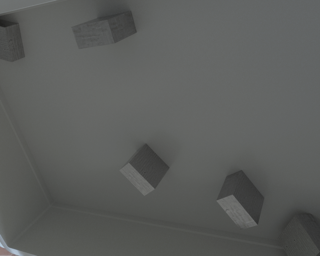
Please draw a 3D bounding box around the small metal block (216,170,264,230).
[{"bbox_3d":[0.103,0.091,0.394,0.025,0.050,0.050,-34,100,38],"label":"small metal block"}]

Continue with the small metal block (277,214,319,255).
[{"bbox_3d":[0.179,0.143,0.382,0.025,0.050,0.050,3,127,-18],"label":"small metal block"}]

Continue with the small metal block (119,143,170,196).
[{"bbox_3d":[-0.021,0.058,0.440,0.050,0.050,0.025,46,129,-4],"label":"small metal block"}]

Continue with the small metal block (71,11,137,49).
[{"bbox_3d":[-0.063,-0.113,0.356,0.050,0.050,0.025,0,118,28],"label":"small metal block"}]

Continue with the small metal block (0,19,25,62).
[{"bbox_3d":[-0.230,-0.128,0.451,0.050,0.025,0.050,17,125,18],"label":"small metal block"}]
